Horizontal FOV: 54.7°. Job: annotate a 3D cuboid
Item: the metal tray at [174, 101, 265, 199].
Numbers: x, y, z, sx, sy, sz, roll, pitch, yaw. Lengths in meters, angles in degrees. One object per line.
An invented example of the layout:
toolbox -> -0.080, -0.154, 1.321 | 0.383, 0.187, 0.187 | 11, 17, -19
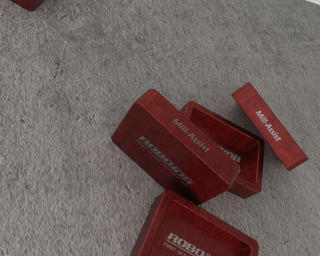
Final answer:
metal tray -> 0.080, 0.029, 0.424 | 0.131, 0.030, 0.090 | 27, 52, -11

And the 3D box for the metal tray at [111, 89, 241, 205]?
metal tray -> 0.013, 0.028, 0.351 | 0.130, 0.090, 0.030 | 42, 51, 1

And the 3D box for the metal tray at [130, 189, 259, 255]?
metal tray -> 0.041, 0.138, 0.337 | 0.130, 0.030, 0.090 | 32, 51, -7

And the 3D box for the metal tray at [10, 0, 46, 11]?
metal tray -> -0.211, -0.227, 0.425 | 0.131, 0.030, 0.090 | 29, 52, -10

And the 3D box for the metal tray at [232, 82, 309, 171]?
metal tray -> 0.162, -0.003, 0.458 | 0.130, 0.030, 0.090 | 56, 17, 12
